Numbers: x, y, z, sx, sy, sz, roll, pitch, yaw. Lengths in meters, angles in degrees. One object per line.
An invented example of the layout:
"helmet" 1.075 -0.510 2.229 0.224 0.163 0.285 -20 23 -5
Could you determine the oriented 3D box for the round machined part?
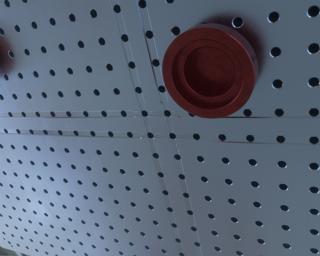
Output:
"round machined part" 0.055 -0.062 0.333 0.098 0.042 0.097 13 124 21
